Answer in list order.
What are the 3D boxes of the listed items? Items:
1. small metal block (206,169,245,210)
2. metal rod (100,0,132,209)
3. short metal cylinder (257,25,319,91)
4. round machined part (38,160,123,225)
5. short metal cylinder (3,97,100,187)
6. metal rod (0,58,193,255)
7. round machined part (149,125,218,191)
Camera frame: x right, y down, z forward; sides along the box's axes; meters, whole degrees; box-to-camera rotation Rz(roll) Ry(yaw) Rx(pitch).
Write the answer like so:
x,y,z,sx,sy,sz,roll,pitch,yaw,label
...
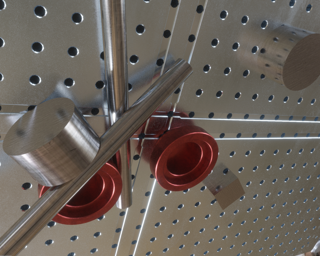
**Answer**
x,y,z,sx,sy,sz,roll,pitch,yaw,label
0.115,0.108,0.541,0.050,0.025,0.050,-36,129,-4,small metal block
-0.049,-0.019,0.371,0.025,0.025,0.298,-13,124,-22,metal rod
0.186,-0.099,0.435,0.081,0.050,0.079,-14,124,-21,short metal cylinder
-0.100,0.070,0.388,0.099,0.042,0.097,-13,123,-21,round machined part
-0.111,0.013,0.323,0.080,0.080,0.050,-33,129,-7,short metal cylinder
-0.070,0.031,0.342,0.301,0.025,0.025,-47,131,-13,metal rod
0.030,0.039,0.440,0.099,0.042,0.097,-14,124,-21,round machined part
